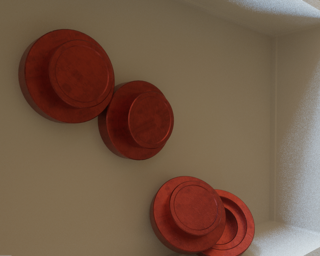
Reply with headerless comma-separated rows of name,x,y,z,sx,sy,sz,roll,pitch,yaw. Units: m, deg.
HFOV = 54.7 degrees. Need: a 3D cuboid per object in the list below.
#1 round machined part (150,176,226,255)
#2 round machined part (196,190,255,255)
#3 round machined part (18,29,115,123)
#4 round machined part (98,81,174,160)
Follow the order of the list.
round machined part,0.039,0.107,0.396,0.099,0.042,0.098,8,58,-12
round machined part,0.079,0.140,0.439,0.098,0.098,0.042,-45,156,-31
round machined part,-0.089,-0.053,0.321,0.099,0.042,0.097,0,90,-40
round machined part,-0.022,-0.009,0.377,0.099,0.042,0.097,0,90,-40
